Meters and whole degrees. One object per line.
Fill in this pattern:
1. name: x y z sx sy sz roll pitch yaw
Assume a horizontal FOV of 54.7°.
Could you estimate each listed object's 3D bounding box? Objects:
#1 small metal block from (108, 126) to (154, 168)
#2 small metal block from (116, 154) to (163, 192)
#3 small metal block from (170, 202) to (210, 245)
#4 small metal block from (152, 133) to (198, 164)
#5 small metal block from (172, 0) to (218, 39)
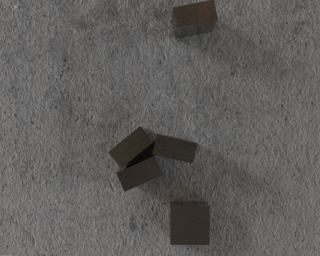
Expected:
1. small metal block: -0.034 0.024 0.397 0.050 0.050 0.025 -39 87 0
2. small metal block: -0.025 0.055 0.397 0.050 0.050 0.025 -24 90 0
3. small metal block: 0.039 0.125 0.410 0.050 0.025 0.050 0 90 0
4. small metal block: 0.018 0.025 0.397 0.050 0.050 0.025 13 91 0
5. small metal block: 0.043 -0.138 0.398 0.050 0.050 0.025 -11 90 0
